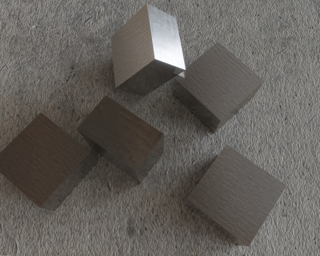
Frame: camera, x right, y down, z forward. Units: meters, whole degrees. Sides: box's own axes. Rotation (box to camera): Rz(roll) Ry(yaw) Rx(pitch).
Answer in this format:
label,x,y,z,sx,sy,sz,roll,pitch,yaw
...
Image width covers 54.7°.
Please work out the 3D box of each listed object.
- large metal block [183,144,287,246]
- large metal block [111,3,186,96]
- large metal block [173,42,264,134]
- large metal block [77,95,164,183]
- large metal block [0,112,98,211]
label,x,y,z,sx,sy,sz,roll,pitch,yaw
large metal block,0.085,0.080,0.366,0.080,0.050,0.080,36,74,12
large metal block,-0.018,-0.099,0.408,0.050,0.080,0.080,10,63,-41
large metal block,0.075,-0.053,0.415,0.080,0.050,0.080,-41,75,-14
large metal block,-0.043,0.017,0.372,0.080,0.080,0.050,34,74,11
large metal block,-0.137,0.042,0.378,0.080,0.050,0.080,37,74,12
